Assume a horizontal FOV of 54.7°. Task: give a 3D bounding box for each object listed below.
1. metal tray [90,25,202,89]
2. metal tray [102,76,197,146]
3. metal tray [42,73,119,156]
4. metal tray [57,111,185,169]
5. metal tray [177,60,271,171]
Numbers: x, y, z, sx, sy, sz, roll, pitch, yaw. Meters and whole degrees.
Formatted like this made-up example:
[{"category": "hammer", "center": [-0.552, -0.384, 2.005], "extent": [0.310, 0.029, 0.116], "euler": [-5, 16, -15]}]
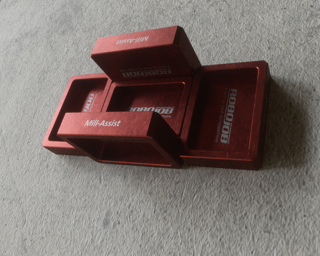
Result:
[{"category": "metal tray", "center": [-0.017, -0.089, 0.426], "extent": [0.130, 0.090, 0.030], "euler": [0, 62, 28]}, {"category": "metal tray", "center": [-0.018, -0.023, 0.424], "extent": [0.130, 0.030, 0.090], "euler": [1, 62, 28]}, {"category": "metal tray", "center": [-0.116, -0.022, 0.474], "extent": [0.090, 0.030, 0.130], "euler": [1, 62, 28]}, {"category": "metal tray", "center": [-0.045, 0.016, 0.374], "extent": [0.130, 0.090, 0.030], "euler": [0, 62, 28]}, {"category": "metal tray", "center": [0.079, -0.017, 0.371], "extent": [0.090, 0.030, 0.130], "euler": [1, 62, 28]}]
